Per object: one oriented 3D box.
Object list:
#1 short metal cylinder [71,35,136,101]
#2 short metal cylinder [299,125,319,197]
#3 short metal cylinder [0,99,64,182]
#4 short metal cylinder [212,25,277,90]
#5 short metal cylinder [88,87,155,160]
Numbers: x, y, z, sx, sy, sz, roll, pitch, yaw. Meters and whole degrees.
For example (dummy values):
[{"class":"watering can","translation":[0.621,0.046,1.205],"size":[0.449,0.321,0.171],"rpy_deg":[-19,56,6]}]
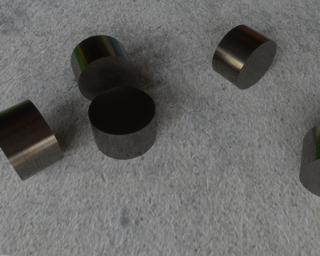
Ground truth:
[{"class":"short metal cylinder","translation":[-0.080,-0.082,0.435],"size":[0.081,0.080,0.050],"rpy_deg":[-17,52,-14]},{"class":"short metal cylinder","translation":[0.198,0.038,0.338],"size":[0.080,0.080,0.050],"rpy_deg":[16,52,13]},{"class":"short metal cylinder","translation":[-0.154,0.014,0.354],"size":[0.050,0.080,0.080],"rpy_deg":[-32,57,-24]},{"class":"short metal cylinder","translation":[0.124,-0.104,0.456],"size":[0.081,0.080,0.050],"rpy_deg":[-31,57,-24]},{"class":"short metal cylinder","translation":[-0.046,-0.007,0.392],"size":[0.081,0.050,0.080],"rpy_deg":[0,50,0]}]
